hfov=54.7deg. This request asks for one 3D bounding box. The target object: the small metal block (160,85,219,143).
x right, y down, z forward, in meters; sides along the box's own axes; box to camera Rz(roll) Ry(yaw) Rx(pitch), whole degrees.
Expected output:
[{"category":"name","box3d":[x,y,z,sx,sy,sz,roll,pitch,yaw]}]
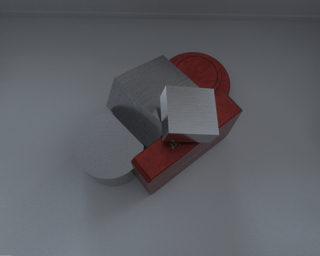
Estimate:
[{"category":"small metal block","box3d":[0.029,-0.013,0.312,0.050,0.025,0.050,2,69,-14]}]

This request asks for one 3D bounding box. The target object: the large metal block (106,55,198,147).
[{"category":"large metal block","box3d":[-0.003,-0.031,0.368,0.080,0.050,0.081,45,51,14]}]

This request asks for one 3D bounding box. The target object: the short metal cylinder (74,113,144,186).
[{"category":"short metal cylinder","box3d":[-0.059,0.028,0.383,0.081,0.050,0.080,0,70,0]}]

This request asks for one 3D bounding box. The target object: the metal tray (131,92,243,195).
[{"category":"metal tray","box3d":[0.030,0.021,0.365,0.131,0.090,0.030,-36,74,-13]}]

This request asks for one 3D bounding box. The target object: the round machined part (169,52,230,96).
[{"category":"round machined part","box3d":[0.047,-0.063,0.422,0.099,0.042,0.098,0,70,-1]}]
